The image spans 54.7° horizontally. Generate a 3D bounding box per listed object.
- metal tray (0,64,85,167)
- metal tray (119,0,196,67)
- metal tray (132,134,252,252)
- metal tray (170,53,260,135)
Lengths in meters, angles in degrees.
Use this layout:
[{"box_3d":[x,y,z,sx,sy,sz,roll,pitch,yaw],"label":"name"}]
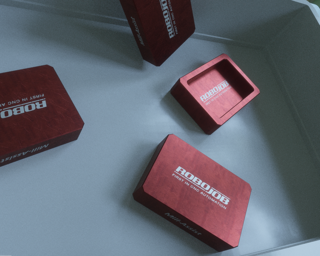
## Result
[{"box_3d":[-0.159,-0.012,0.324,0.131,0.030,0.090,-22,74,-36],"label":"metal tray"},{"box_3d":[0.001,-0.159,0.420,0.030,0.130,0.090,34,73,30],"label":"metal tray"},{"box_3d":[0.043,0.077,0.378,0.130,0.030,0.090,33,51,-6],"label":"metal tray"},{"box_3d":[0.089,-0.057,0.484,0.131,0.030,0.090,-35,81,-38],"label":"metal tray"}]
